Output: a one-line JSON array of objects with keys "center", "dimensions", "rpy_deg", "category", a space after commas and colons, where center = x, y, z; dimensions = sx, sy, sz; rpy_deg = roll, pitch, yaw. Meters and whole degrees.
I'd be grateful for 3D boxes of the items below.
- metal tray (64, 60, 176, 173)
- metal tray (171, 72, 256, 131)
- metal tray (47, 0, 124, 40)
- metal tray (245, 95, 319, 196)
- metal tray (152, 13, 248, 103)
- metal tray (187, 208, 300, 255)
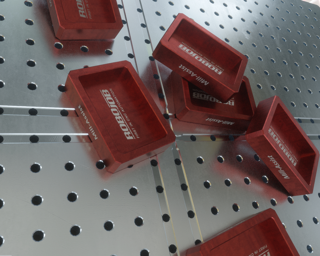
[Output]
[{"center": [-0.050, -0.019, 0.389], "dimensions": [0.091, 0.030, 0.130], "rpy_deg": [-21, 73, -36], "category": "metal tray"}, {"center": [0.085, -0.049, 0.479], "dimensions": [0.131, 0.030, 0.090], "rpy_deg": [8, 58, -24], "category": "metal tray"}, {"center": [-0.113, -0.192, 0.439], "dimensions": [0.091, 0.030, 0.129], "rpy_deg": [-11, 81, -31], "category": "metal tray"}, {"center": [0.187, 0.027, 0.465], "dimensions": [0.130, 0.030, 0.090], "rpy_deg": [48, 49, -16], "category": "metal tray"}, {"center": [0.063, -0.106, 0.463], "dimensions": [0.130, 0.030, 0.090], "rpy_deg": [32, 51, -7], "category": "metal tray"}, {"center": [0.105, 0.159, 0.363], "dimensions": [0.131, 0.030, 0.090], "rpy_deg": [-13, 68, -33], "category": "metal tray"}]
